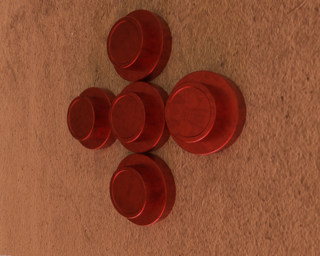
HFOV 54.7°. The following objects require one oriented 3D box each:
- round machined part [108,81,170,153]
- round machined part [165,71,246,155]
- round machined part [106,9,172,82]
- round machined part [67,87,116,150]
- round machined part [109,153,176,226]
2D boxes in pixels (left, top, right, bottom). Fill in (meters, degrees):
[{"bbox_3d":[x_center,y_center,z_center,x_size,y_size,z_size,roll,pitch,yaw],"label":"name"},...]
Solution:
[{"bbox_3d":[-0.032,-0.015,0.420,0.098,0.042,0.097,0,90,39],"label":"round machined part"},{"bbox_3d":[0.044,-0.018,0.357,0.098,0.042,0.097,0,90,39],"label":"round machined part"},{"bbox_3d":[-0.035,-0.112,0.422,0.098,0.042,0.097,0,90,39],"label":"round machined part"},{"bbox_3d":[-0.108,-0.015,0.481,0.098,0.042,0.097,0,90,39],"label":"round machined part"},{"bbox_3d":[-0.030,0.083,0.418,0.098,0.042,0.097,0,90,39],"label":"round machined part"}]
